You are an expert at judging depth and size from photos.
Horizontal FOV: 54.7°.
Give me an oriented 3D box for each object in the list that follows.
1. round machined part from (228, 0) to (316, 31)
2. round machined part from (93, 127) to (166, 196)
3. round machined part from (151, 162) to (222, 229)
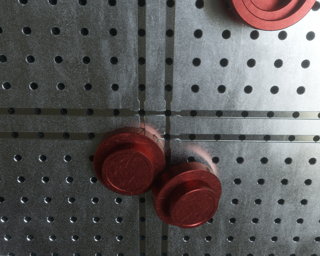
[{"bbox_3d":[0.123,-0.161,0.347,0.099,0.042,0.097,0,110,-1],"label":"round machined part"},{"bbox_3d":[-0.042,0.051,0.423,0.099,0.042,0.097,0,110,-1],"label":"round machined part"},{"bbox_3d":[0.041,0.099,0.427,0.099,0.042,0.097,-8,120,-15],"label":"round machined part"}]
